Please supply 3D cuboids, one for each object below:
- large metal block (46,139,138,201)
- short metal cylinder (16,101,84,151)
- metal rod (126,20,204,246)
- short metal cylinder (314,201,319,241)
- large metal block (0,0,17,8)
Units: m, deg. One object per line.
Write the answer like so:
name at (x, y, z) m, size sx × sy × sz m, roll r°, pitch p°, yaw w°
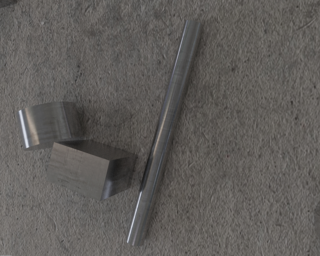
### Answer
large metal block at (-0.087, 0.051, 0.410) m, size 0.080 × 0.080 × 0.050 m, roll 16°, pitch 95°, yaw 19°
short metal cylinder at (-0.153, -0.002, 0.434) m, size 0.080 × 0.080 × 0.050 m, roll -15°, pitch 85°, yaw 19°
metal rod at (0.005, 0.011, 0.407) m, size 0.025 × 0.025 × 0.298 m, roll 17°, pitch 96°, yaw 19°
short metal cylinder at (0.208, 0.106, 0.322) m, size 0.080 × 0.050 × 0.080 m, roll 0°, pitch 90°, yaw 20°
large metal block at (-0.282, -0.239, 0.495) m, size 0.080 × 0.050 × 0.080 m, roll -5°, pitch 89°, yaw 20°
